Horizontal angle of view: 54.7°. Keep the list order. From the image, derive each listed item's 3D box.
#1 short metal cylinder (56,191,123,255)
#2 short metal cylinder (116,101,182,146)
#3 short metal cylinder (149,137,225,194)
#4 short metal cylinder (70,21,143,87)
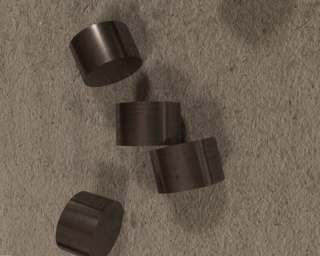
[{"bbox_3d":[-0.091,0.129,0.410,0.050,0.080,0.079,12,94,19],"label":"short metal cylinder"},{"bbox_3d":[-0.014,-0.005,0.384,0.080,0.080,0.050,-1,90,19],"label":"short metal cylinder"},{"bbox_3d":[0.032,0.043,0.368,0.080,0.080,0.050,-14,86,19],"label":"short metal cylinder"},{"bbox_3d":[-0.069,-0.094,0.403,0.080,0.080,0.050,-26,82,18],"label":"short metal cylinder"}]
